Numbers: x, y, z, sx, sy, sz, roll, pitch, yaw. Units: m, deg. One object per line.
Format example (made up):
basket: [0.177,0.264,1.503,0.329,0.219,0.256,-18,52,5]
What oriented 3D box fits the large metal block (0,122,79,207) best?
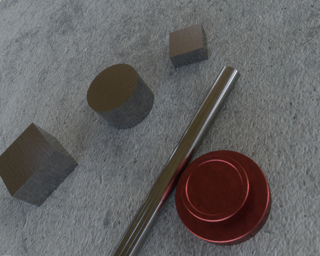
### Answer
large metal block: [-0.180,0.052,0.448,0.080,0.050,0.080,-48,52,-6]

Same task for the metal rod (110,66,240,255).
metal rod: [0.015,0.052,0.362,0.025,0.025,0.300,22,73,35]

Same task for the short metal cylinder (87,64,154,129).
short metal cylinder: [-0.056,-0.045,0.443,0.080,0.050,0.080,-13,56,20]

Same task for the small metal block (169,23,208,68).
small metal block: [0.042,-0.121,0.455,0.050,0.025,0.050,-12,57,21]

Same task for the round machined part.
round machined part: [0.061,0.067,0.320,0.098,0.042,0.098,-13,56,20]
